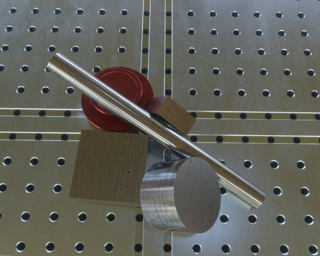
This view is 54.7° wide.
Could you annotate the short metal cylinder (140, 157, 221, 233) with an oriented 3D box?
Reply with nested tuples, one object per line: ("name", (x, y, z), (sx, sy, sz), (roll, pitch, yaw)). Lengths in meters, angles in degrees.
("short metal cylinder", (0.024, 0.075, 0.348), (0.081, 0.050, 0.080), (15, 69, -43))

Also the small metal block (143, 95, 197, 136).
("small metal block", (0.009, -0.015, 0.394), (0.050, 0.050, 0.025), (38, 74, -24))

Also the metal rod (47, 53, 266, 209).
("metal rod", (-0.002, 0.004, 0.376), (0.301, 0.025, 0.025), (34, 73, -2))

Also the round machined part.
("round machined part", (-0.057, -0.041, 0.417), (0.099, 0.042, 0.098), (0, 70, -1))

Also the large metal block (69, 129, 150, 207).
("large metal block", (-0.057, 0.051, 0.377), (0.081, 0.050, 0.080), (5, 70, 1))
